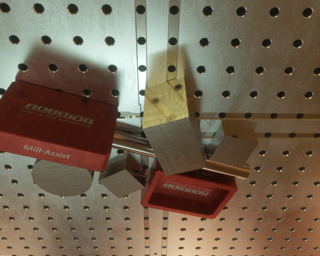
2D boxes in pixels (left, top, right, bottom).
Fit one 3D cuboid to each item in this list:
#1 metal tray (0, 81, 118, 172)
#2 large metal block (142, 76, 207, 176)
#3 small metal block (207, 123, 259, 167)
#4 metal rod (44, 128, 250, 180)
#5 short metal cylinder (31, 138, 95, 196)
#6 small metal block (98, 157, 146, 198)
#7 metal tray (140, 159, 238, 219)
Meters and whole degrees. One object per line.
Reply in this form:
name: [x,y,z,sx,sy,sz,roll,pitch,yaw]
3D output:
metal tray: [-0.120,-0.004,0.363,0.131,0.090,0.030,14,129,-12]
large metal block: [0.018,-0.002,0.375,0.050,0.080,0.080,-14,129,12]
small metal block: [0.101,0.025,0.433,0.050,0.025,0.050,13,129,-11]
metal rod: [-0.013,0.028,0.435,0.302,0.025,0.025,15,129,-13]
short metal cylinder: [-0.132,0.052,0.437,0.081,0.050,0.079,0,130,0]
small metal block: [-0.058,0.077,0.478,0.050,0.025,0.050,-26,126,20]
metal tray: [0.044,0.098,0.491,0.131,0.030,0.089,14,129,-12]
